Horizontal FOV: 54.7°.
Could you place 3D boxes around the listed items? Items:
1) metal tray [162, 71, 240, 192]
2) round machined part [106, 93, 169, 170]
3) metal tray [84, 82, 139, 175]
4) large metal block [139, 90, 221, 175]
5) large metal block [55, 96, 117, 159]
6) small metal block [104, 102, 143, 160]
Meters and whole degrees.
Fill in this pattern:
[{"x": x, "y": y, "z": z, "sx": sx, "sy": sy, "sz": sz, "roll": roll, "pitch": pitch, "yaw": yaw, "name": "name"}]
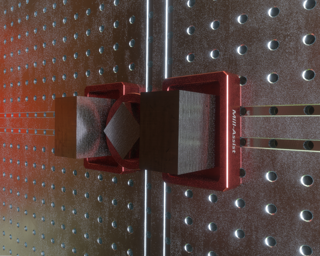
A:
[{"x": 0.046, "y": 0.003, "z": 0.367, "sx": 0.090, "sy": 0.030, "sz": 0.129, "roll": 0, "pitch": 90, "yaw": 40, "name": "metal tray"}, {"x": -0.023, "y": 0.004, "z": 0.406, "sx": 0.098, "sy": 0.042, "sz": 0.097, "roll": 0, "pitch": 90, "yaw": 40, "name": "round machined part"}, {"x": -0.075, "y": 0.000, "z": 0.467, "sx": 0.090, "sy": 0.030, "sz": 0.129, "roll": 1, "pitch": 90, "yaw": 40, "name": "metal tray"}, {"x": 0.024, "y": 0.003, "z": 0.336, "sx": 0.050, "sy": 0.081, "sz": 0.079, "roll": 2, "pitch": 91, "yaw": 40, "name": "large metal block"}, {"x": -0.099, "y": -0.001, "z": 0.438, "sx": 0.050, "sy": 0.081, "sz": 0.080, "roll": 1, "pitch": 91, "yaw": 40, "name": "large metal block"}, {"x": -0.038, "y": 0.003, "z": 0.388, "sx": 0.050, "sy": 0.025, "sz": 0.050, "roll": 52, "pitch": 120, "yaw": 27, "name": "small metal block"}]
